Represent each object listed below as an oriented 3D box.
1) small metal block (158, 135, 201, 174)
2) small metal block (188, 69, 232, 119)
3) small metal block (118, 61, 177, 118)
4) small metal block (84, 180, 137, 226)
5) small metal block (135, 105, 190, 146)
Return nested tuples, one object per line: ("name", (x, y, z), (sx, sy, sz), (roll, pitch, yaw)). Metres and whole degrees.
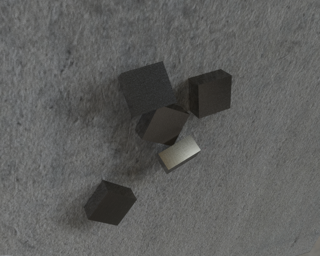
("small metal block", (0.025, 0.038, 0.429), (0.050, 0.025, 0.050), (-30, 168, -9))
("small metal block", (0.067, -0.046, 0.417), (0.050, 0.025, 0.050), (-19, 126, -18))
("small metal block", (-0.015, -0.044, 0.358), (0.050, 0.025, 0.050), (-20, 93, -17))
("small metal block", (-0.070, 0.106, 0.436), (0.050, 0.025, 0.050), (27, 103, -38))
("small metal block", (0.003, -0.008, 0.405), (0.050, 0.025, 0.050), (15, 111, -35))
